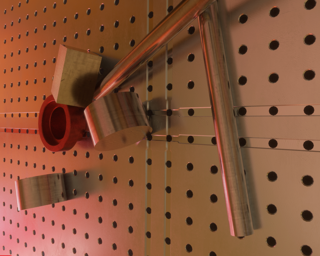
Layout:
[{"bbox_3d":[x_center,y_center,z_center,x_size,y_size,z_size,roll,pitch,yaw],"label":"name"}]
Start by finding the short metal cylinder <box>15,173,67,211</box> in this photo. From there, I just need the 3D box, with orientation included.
[{"bbox_3d":[-0.209,0.112,0.547,0.080,0.081,0.050,-19,78,38],"label":"short metal cylinder"}]

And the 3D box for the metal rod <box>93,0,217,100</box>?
[{"bbox_3d":[-0.005,-0.111,0.390,0.299,0.025,0.025,-31,71,43],"label":"metal rod"}]

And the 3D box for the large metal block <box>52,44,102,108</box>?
[{"bbox_3d":[-0.133,-0.083,0.485,0.080,0.050,0.079,38,116,59],"label":"large metal block"}]

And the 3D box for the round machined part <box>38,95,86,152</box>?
[{"bbox_3d":[-0.165,-0.008,0.535,0.098,0.042,0.097,0,90,40],"label":"round machined part"}]

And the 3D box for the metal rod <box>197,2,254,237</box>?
[{"bbox_3d":[0.069,-0.033,0.351,0.025,0.025,0.298,-13,82,39],"label":"metal rod"}]

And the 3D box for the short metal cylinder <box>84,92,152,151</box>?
[{"bbox_3d":[-0.057,-0.007,0.421,0.080,0.081,0.050,-33,70,35],"label":"short metal cylinder"}]
